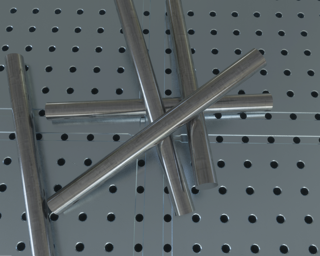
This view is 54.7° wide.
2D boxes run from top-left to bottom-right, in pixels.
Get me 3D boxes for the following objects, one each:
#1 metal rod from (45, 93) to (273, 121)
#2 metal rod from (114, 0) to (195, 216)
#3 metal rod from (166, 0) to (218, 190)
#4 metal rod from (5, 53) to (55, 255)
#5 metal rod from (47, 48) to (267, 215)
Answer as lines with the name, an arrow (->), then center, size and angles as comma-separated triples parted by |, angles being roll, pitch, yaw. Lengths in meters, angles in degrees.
metal rod -> 0.000, -0.029, 0.422 | 0.302, 0.025, 0.025 | -3, 70, -2
metal rod -> -0.011, -0.039, 0.397 | 0.025, 0.025, 0.299 | -15, 82, -6
metal rod -> 0.036, -0.066, 0.413 | 0.025, 0.025, 0.299 | -5, 61, -2
metal rod -> -0.168, 0.035, 0.396 | 0.025, 0.025, 0.299 | -15, 71, -6
metal rod -> -0.007, 0.007, 0.365 | 0.300, 0.025, 0.025 | -36, 74, 4
